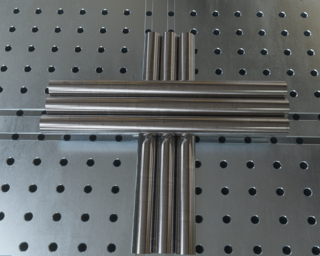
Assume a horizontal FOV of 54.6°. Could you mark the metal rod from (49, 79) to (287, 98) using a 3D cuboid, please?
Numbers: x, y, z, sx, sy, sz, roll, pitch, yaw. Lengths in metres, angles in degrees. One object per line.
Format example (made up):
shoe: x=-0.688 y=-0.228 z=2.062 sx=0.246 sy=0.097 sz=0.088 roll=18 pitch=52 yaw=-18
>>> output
metal rod: x=0.010 y=-0.050 z=0.404 sx=0.302 sy=0.025 sz=0.025 roll=1 pitch=70 yaw=0

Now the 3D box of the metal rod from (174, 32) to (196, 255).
metal rod: x=0.034 y=0.006 z=0.410 sx=0.025 sy=0.025 sz=0.299 roll=2 pitch=70 yaw=1

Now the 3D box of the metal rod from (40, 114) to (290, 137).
metal rod: x=0.006 y=-0.003 z=0.386 sx=0.302 sy=0.025 sz=0.025 roll=1 pitch=70 yaw=0

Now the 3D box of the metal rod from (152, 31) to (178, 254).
metal rod: x=0.009 y=0.004 z=0.410 sx=0.025 sy=0.025 sz=0.299 roll=2 pitch=70 yaw=1

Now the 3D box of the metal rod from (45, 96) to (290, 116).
metal rod: x=0.009 y=-0.027 z=0.395 sx=0.302 sy=0.025 sz=0.025 roll=1 pitch=70 yaw=0

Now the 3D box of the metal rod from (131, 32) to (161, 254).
metal rod: x=-0.016 y=0.005 z=0.410 sx=0.025 sy=0.025 sz=0.299 roll=2 pitch=70 yaw=1
